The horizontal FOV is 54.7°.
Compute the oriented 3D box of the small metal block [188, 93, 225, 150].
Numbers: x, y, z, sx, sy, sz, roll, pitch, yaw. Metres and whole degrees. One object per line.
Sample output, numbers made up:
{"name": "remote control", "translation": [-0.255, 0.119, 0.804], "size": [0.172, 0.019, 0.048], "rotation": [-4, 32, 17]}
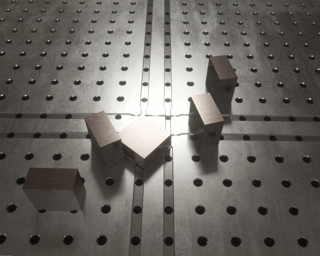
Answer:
{"name": "small metal block", "translation": [0.058, -0.009, 0.400], "size": [0.025, 0.050, 0.050], "rotation": [-12, 51, -10]}

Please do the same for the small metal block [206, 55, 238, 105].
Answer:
{"name": "small metal block", "translation": [0.088, -0.070, 0.451], "size": [0.025, 0.050, 0.050], "rotation": [-8, 51, -7]}

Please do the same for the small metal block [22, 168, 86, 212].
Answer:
{"name": "small metal block", "translation": [-0.111, 0.067, 0.333], "size": [0.050, 0.050, 0.025], "rotation": [1, 50, 0]}

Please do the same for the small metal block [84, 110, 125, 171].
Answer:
{"name": "small metal block", "translation": [-0.067, 0.016, 0.377], "size": [0.025, 0.050, 0.050], "rotation": [-24, 54, -18]}

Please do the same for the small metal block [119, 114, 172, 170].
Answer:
{"name": "small metal block", "translation": [-0.021, 0.017, 0.393], "size": [0.050, 0.025, 0.050], "rotation": [34, 57, 24]}
